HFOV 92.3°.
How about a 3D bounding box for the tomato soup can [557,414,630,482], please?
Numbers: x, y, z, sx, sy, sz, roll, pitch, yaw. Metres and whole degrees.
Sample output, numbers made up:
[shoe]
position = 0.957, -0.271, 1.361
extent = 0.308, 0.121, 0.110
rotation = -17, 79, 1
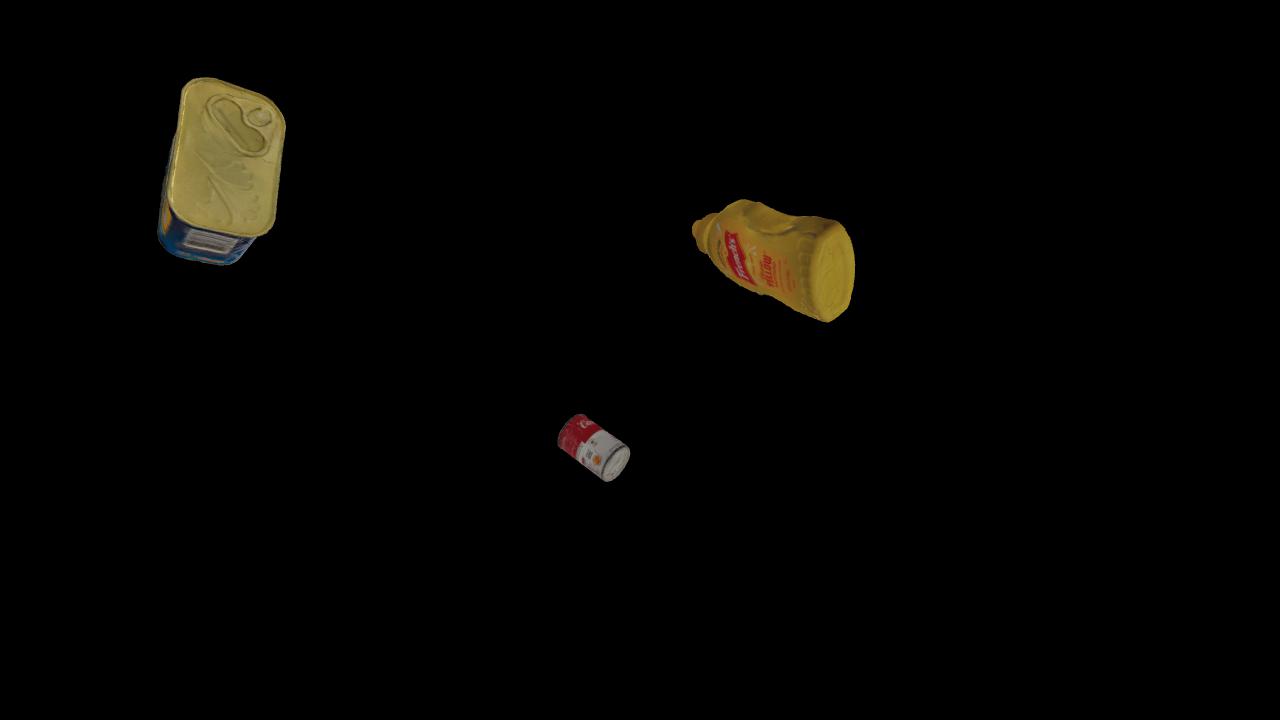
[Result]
[tomato soup can]
position = -0.073, 0.140, 0.984
extent = 0.101, 0.068, 0.068
rotation = 32, 16, 27

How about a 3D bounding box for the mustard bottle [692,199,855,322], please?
[mustard bottle]
position = 0.111, -0.104, 0.576
extent = 0.054, 0.092, 0.184
rotation = -38, 40, -16

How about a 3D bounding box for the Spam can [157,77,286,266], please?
[Spam can]
position = -0.287, -0.122, 0.418
extent = 0.058, 0.101, 0.085
rotation = 11, -16, -42
